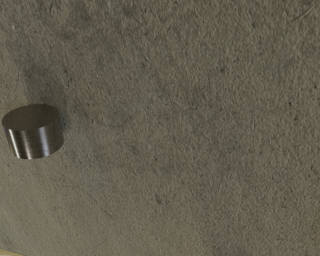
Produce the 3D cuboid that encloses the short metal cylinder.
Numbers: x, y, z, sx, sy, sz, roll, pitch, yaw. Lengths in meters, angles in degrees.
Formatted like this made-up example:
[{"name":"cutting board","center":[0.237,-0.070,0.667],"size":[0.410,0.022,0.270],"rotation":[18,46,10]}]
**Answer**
[{"name":"short metal cylinder","center":[-0.193,0.004,0.475],"size":[0.080,0.080,0.050],"rotation":[14,124,20]}]
